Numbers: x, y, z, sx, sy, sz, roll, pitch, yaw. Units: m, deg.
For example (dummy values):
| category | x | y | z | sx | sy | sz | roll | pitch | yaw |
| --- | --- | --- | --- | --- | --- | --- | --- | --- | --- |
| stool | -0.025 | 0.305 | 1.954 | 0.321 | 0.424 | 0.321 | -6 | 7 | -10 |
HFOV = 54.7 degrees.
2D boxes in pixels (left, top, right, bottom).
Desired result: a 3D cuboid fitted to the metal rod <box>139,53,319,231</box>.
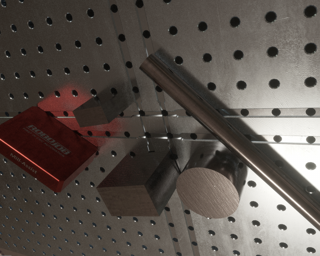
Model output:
| category | x | y | z | sx | sy | sz | roll | pitch | yaw |
| --- | --- | --- | --- | --- | --- | --- | --- | --- | --- |
| metal rod | 0.095 | 0.020 | 0.372 | 0.300 | 0.025 | 0.025 | 42 | 129 | -1 |

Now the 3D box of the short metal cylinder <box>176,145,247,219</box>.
| category | x | y | z | sx | sy | sz | roll | pitch | yaw |
| --- | --- | --- | --- | --- | --- | --- | --- | --- | --- |
| short metal cylinder | 0.068 | 0.070 | 0.402 | 0.080 | 0.050 | 0.079 | 13 | 124 | 20 |

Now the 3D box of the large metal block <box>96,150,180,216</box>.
| category | x | y | z | sx | sy | sz | roll | pitch | yaw |
| --- | --- | --- | --- | --- | --- | --- | --- | --- | --- |
| large metal block | -0.027 | 0.077 | 0.436 | 0.080 | 0.080 | 0.050 | -10 | 114 | 32 |

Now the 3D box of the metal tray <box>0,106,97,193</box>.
| category | x | y | z | sx | sy | sz | roll | pitch | yaw |
| --- | --- | --- | --- | --- | --- | --- | --- | --- | --- |
| metal tray | -0.176 | 0.029 | 0.477 | 0.130 | 0.090 | 0.030 | 34 | 129 | 5 |

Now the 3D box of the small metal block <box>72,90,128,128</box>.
| category | x | y | z | sx | sy | sz | roll | pitch | yaw |
| --- | --- | --- | --- | --- | --- | --- | --- | --- | --- |
| small metal block | -0.080 | -0.026 | 0.419 | 0.050 | 0.050 | 0.025 | -7 | 115 | 31 |
